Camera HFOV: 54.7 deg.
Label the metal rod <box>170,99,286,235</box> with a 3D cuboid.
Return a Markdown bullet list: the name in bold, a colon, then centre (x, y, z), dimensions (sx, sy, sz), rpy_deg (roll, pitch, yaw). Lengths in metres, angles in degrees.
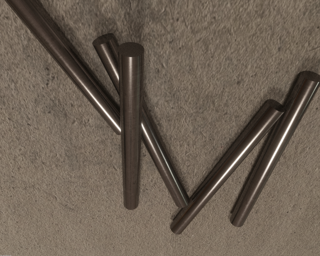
- **metal rod**: centre (0.087, 0.077, 0.474), dimensions (0.025, 0.025, 0.298), rpy_deg (17, 128, -15)

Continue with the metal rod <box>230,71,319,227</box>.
- **metal rod**: centre (0.156, 0.052, 0.454), dimensions (0.025, 0.025, 0.298), rpy_deg (6, 130, -5)

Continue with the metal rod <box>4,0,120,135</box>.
- **metal rod**: centre (-0.118, -0.100, 0.319), dimensions (0.025, 0.025, 0.300), rpy_deg (-22, 127, 17)

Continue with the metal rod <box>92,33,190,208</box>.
- **metal rod**: centre (-0.011, 0.014, 0.418), dimensions (0.025, 0.025, 0.299), rpy_deg (-15, 129, 12)

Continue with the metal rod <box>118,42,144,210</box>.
- **metal rod**: centre (-0.037, 0.025, 0.402), dimensions (0.025, 0.025, 0.298), rpy_deg (3, 138, -3)
